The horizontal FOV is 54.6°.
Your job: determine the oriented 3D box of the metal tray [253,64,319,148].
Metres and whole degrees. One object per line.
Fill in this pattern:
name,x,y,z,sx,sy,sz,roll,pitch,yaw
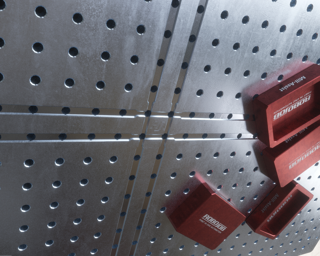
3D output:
metal tray,0.217,-0.035,0.503,0.131,0.030,0.090,-29,128,-10

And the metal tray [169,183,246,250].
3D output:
metal tray,0.088,0.161,0.555,0.090,0.030,0.130,-46,129,4

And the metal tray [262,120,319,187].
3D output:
metal tray,0.257,0.041,0.573,0.130,0.030,0.090,-34,129,-6

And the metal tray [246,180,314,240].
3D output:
metal tray,0.250,0.168,0.647,0.090,0.030,0.130,32,101,-38
